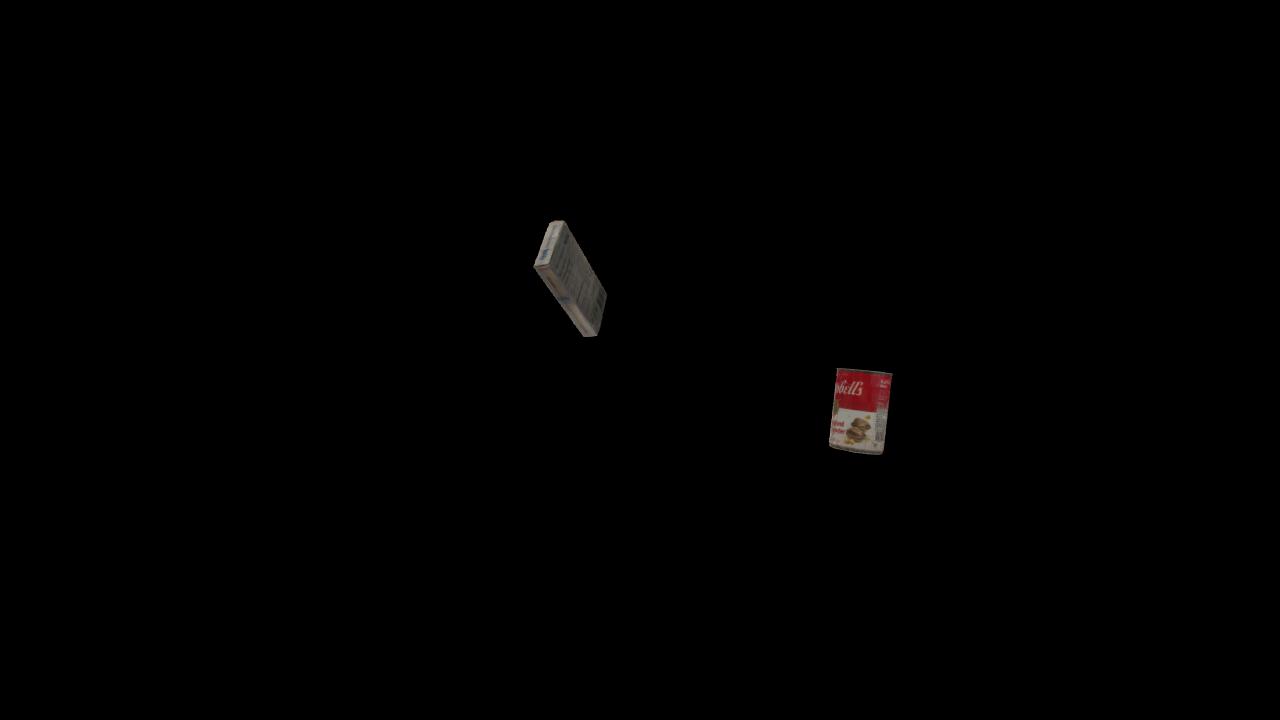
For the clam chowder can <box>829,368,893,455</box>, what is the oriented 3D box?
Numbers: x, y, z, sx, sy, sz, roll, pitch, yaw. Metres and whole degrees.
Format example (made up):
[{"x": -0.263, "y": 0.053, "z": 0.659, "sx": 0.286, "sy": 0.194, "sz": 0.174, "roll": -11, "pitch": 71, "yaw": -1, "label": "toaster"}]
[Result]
[{"x": 0.279, "y": 0.064, "z": 0.779, "sx": 0.068, "sy": 0.102, "sz": 0.068, "roll": 6, "pitch": 0, "yaw": 0, "label": "clam chowder can"}]

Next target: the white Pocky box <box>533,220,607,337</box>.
[{"x": -0.091, "y": -0.109, "z": 0.855, "sx": 0.028, "sy": 0.084, "sz": 0.154, "roll": -4, "pitch": -36, "yaw": 22, "label": "white Pocky box"}]
